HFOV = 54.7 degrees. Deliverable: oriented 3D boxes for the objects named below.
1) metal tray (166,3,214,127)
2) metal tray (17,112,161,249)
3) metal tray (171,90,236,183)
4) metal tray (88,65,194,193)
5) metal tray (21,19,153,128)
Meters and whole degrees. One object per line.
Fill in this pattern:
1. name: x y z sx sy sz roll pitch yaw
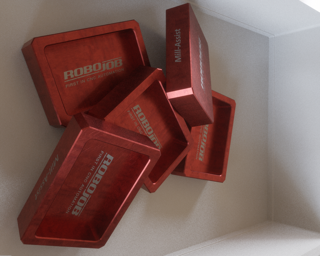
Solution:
1. metal tray: 0.038 -0.077 0.390 0.090 0.030 0.130 44 41 -56
2. metal tray: -0.069 0.058 0.307 0.091 0.030 0.129 22 105 -38
3. metal tray: 0.066 0.011 0.459 0.091 0.030 0.129 16 80 -39
4. metal tray: -0.015 0.004 0.363 0.090 0.030 0.130 -47 133 -22
5. metal tray: -0.070 -0.063 0.343 0.131 0.030 0.089 -26 107 -37
